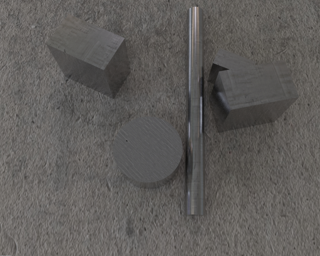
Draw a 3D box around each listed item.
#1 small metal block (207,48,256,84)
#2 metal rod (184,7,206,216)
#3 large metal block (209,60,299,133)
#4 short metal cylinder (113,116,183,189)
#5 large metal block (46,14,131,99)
[{"bbox_3d":[0.096,-0.077,0.424,0.050,0.050,0.025,23,72,8],"label":"small metal block"},{"bbox_3d":[0.048,-0.036,0.421,0.025,0.025,0.299,2,70,1],"label":"metal rod"},{"bbox_3d":[0.113,-0.037,0.393,0.081,0.080,0.050,-11,71,-4],"label":"large metal block"},{"bbox_3d":[-0.014,0.032,0.383,0.081,0.050,0.080,0,70,0],"label":"short metal cylinder"},{"bbox_3d":[-0.090,-0.092,0.412,0.080,0.080,0.050,25,72,9],"label":"large metal block"}]
